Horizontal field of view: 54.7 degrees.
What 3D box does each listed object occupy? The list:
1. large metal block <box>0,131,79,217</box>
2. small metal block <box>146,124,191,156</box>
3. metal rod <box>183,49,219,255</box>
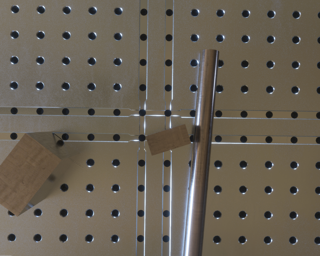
[{"bbox_3d":[-0.154,0.052,0.384,0.050,0.080,0.080,38,90,-1],"label":"large metal block"},{"bbox_3d":[0.010,0.014,0.401,0.050,0.050,0.025,-17,90,0],"label":"small metal block"},{"bbox_3d":[0.054,0.046,0.414,0.025,0.025,0.298,5,90,-1],"label":"metal rod"}]
